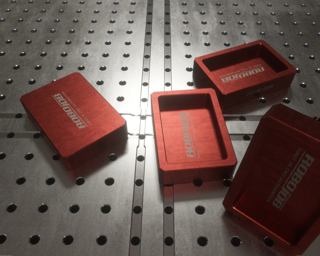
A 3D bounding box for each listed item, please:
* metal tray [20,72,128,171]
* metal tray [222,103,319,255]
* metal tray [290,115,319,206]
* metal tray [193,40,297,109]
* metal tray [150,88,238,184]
[{"bbox_3d":[-0.116,-0.015,0.415,0.091,0.030,0.130,-31,57,-24],"label":"metal tray"},{"bbox_3d":[0.122,0.052,0.295,0.090,0.129,0.030,31,42,23],"label":"metal tray"},{"bbox_3d":[0.189,0.019,0.349,0.030,0.089,0.131,33,57,13],"label":"metal tray"},{"bbox_3d":[0.128,-0.087,0.478,0.131,0.030,0.090,-19,53,-16],"label":"metal tray"},{"bbox_3d":[0.038,0.005,0.400,0.091,0.030,0.130,-4,50,-4],"label":"metal tray"}]
